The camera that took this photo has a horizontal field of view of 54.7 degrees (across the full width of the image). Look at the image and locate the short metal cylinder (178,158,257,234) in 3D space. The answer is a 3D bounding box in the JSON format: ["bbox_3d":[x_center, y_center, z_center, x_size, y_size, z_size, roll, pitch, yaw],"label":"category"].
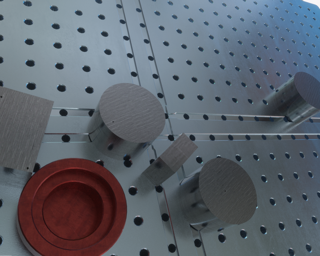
[{"bbox_3d":[0.070,0.083,0.379,0.081,0.050,0.080,14,56,-21],"label":"short metal cylinder"}]

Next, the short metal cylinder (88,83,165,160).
[{"bbox_3d":[-0.041,-0.007,0.375,0.081,0.050,0.080,14,56,-21],"label":"short metal cylinder"}]

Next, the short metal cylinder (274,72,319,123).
[{"bbox_3d":[0.257,-0.055,0.563,0.081,0.050,0.080,14,56,-21],"label":"short metal cylinder"}]

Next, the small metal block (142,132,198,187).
[{"bbox_3d":[0.012,0.039,0.375,0.025,0.050,0.050,45,51,3],"label":"small metal block"}]

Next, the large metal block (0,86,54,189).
[{"bbox_3d":[-0.158,0.007,0.303,0.081,0.050,0.080,16,55,-19],"label":"large metal block"}]

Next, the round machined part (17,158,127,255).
[{"bbox_3d":[-0.085,0.082,0.301,0.099,0.042,0.098,14,56,-21],"label":"round machined part"}]
